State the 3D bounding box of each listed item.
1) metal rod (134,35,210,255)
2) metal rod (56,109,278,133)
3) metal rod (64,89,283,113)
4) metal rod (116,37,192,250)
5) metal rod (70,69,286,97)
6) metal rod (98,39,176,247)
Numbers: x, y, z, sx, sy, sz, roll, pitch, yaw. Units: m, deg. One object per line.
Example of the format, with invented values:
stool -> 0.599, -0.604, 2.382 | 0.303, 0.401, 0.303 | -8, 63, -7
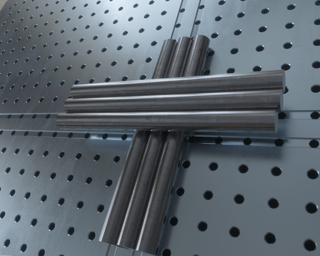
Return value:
metal rod -> 0.023, 0.003, 0.395 | 0.025, 0.025, 0.300 | 2, 62, 29
metal rod -> -0.013, -0.009, 0.389 | 0.300, 0.025, 0.025 | 1, 62, 28
metal rod -> -0.004, -0.031, 0.398 | 0.300, 0.025, 0.025 | 1, 62, 28
metal rod -> 0.001, 0.002, 0.407 | 0.025, 0.025, 0.300 | 2, 62, 29
metal rod -> 0.003, -0.053, 0.408 | 0.300, 0.025, 0.025 | 1, 62, 28
metal rod -> -0.021, 0.002, 0.419 | 0.025, 0.025, 0.300 | 2, 62, 29
